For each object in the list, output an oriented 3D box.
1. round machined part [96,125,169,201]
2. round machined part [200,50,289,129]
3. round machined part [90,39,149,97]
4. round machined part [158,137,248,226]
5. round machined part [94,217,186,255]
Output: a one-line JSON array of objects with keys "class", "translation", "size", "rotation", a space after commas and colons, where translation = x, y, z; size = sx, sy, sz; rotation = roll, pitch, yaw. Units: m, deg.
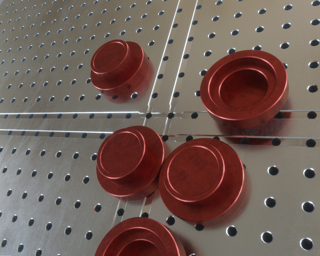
[{"class": "round machined part", "translation": [-0.040, 0.039, 0.393], "size": [0.098, 0.042, 0.098], "rotation": [-13, 56, 20]}, {"class": "round machined part", "translation": [0.101, -0.042, 0.369], "size": [0.098, 0.042, 0.098], "rotation": [-13, 56, 20]}, {"class": "round machined part", "translation": [-0.071, -0.102, 0.495], "size": [0.098, 0.042, 0.098], "rotation": [-13, 56, 20]}, {"class": "round machined part", "translation": [0.042, 0.054, 0.341], "size": [0.098, 0.042, 0.098], "rotation": [-13, 56, 20]}, {"class": "round machined part", "translation": [-0.017, 0.145, 0.316], "size": [0.098, 0.042, 0.098], "rotation": [-13, 56, 20]}]
